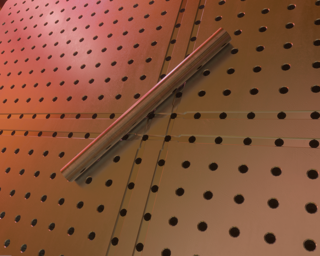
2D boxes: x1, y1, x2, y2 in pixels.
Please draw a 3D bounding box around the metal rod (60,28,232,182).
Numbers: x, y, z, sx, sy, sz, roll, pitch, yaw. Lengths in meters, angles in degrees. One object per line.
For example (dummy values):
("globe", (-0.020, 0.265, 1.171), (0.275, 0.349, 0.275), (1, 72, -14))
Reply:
("metal rod", (-0.019, -0.033, 0.439), (0.300, 0.025, 0.025), (-42, 51, -1))
